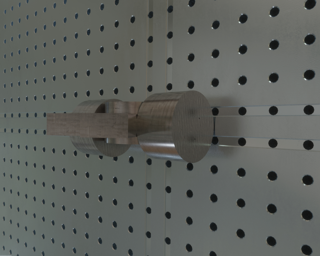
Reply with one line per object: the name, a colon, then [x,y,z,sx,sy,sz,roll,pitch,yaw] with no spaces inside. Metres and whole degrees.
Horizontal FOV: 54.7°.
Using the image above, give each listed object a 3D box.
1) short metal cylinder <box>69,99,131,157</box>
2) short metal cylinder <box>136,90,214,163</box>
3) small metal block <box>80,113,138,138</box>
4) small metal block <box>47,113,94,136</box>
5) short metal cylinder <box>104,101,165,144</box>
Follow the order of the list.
short metal cylinder: [-0.081,-0.001,0.440,0.050,0.081,0.079,2,91,40]
short metal cylinder: [0.019,-0.002,0.357,0.050,0.081,0.079,1,91,41]
small metal block: [-0.052,-0.003,0.336,0.050,0.050,0.025,1,91,9]
small metal block: [-0.098,-0.004,0.368,0.050,0.050,0.025,1,91,8]
short metal cylinder: [-0.030,-0.007,0.398,0.080,0.081,0.050,2,91,40]
